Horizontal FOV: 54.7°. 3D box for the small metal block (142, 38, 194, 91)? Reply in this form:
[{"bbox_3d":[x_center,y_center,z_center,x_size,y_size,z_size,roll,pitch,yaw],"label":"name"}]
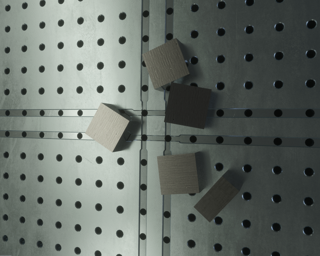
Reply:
[{"bbox_3d":[0.011,-0.082,0.408,0.050,0.025,0.050,-22,83,18],"label":"small metal block"}]

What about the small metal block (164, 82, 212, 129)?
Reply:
[{"bbox_3d":[0.035,-0.028,0.393,0.050,0.025,0.050,10,94,2],"label":"small metal block"}]

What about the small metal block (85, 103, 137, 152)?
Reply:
[{"bbox_3d":[-0.069,-0.001,0.436,0.050,0.025,0.050,32,100,16],"label":"small metal block"}]

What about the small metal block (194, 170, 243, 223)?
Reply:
[{"bbox_3d":[0.072,0.081,0.374,0.025,0.050,0.050,43,103,15],"label":"small metal block"}]

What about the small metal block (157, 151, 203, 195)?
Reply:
[{"bbox_3d":[0.027,0.058,0.403,0.050,0.025,0.050,-7,88,19],"label":"small metal block"}]
